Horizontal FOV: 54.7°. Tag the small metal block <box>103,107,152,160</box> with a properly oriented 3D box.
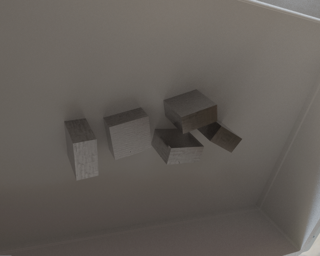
[{"bbox_3d":[-0.040,0.007,0.392,0.050,0.025,0.050,-17,126,-19],"label":"small metal block"}]

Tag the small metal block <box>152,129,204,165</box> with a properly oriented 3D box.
[{"bbox_3d":[0.023,0.024,0.422,0.050,0.050,0.025,-1,119,-28],"label":"small metal block"}]

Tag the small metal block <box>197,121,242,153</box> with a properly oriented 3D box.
[{"bbox_3d":[0.080,0.004,0.441,0.050,0.050,0.025,27,103,-38],"label":"small metal block"}]

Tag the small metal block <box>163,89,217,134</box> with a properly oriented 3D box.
[{"bbox_3d":[0.039,-0.023,0.402,0.050,0.050,0.025,-20,126,-17],"label":"small metal block"}]

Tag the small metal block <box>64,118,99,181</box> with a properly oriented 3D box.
[{"bbox_3d":[-0.091,0.024,0.358,0.025,0.050,0.050,-10,123,-23],"label":"small metal block"}]
